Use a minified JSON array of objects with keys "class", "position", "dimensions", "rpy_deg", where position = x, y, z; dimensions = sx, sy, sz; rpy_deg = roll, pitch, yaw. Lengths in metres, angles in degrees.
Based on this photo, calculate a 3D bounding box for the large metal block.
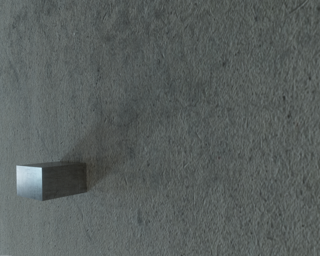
[{"class":"large metal block","position":[-0.181,0.086,0.519],"dimensions":[0.080,0.081,0.050],"rpy_deg":[-3,88,40]}]
